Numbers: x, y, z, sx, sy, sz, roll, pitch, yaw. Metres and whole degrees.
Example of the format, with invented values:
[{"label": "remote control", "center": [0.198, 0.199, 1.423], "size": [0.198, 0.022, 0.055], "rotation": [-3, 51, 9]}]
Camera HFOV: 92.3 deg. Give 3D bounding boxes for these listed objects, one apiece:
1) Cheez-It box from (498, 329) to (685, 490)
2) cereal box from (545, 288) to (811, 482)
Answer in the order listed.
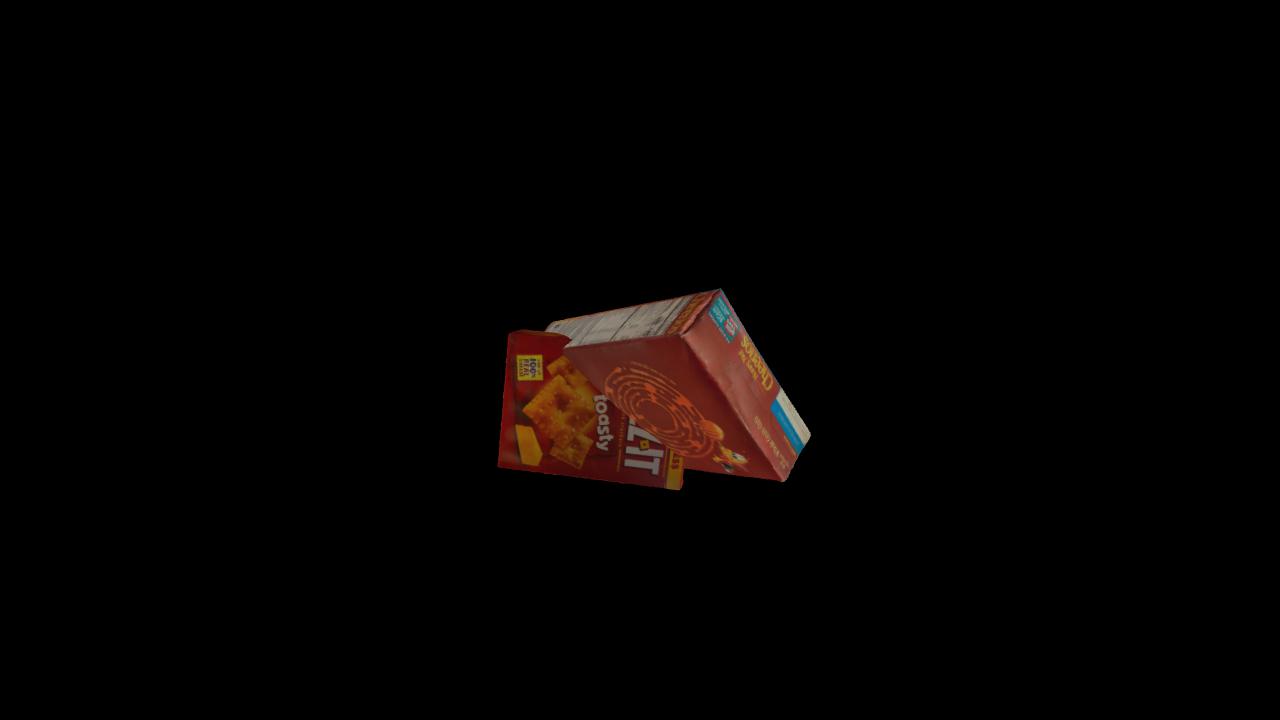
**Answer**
[{"label": "Cheez-It box", "center": [-0.050, 0.057, 0.739], "size": [0.223, 0.166, 0.071], "rotation": [7, 8, 1]}, {"label": "cereal box", "center": [0.018, 0.036, 0.712], "size": [0.306, 0.203, 0.081], "rotation": [-6, 38, 50]}]
